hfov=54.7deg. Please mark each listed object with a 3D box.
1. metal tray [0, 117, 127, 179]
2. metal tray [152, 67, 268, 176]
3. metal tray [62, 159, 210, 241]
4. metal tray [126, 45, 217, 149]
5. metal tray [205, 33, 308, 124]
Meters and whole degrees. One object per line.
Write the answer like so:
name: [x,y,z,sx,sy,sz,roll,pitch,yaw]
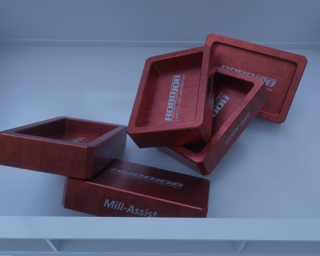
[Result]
metal tray: [-0.095,0.015,0.337,0.090,0.030,0.130,8,10,7]
metal tray: [0.058,-0.016,0.379,0.090,0.030,0.130,28,69,40]
metal tray: [-0.018,0.065,0.313,0.131,0.030,0.090,11,9,9]
metal tray: [0.018,-0.040,0.376,0.090,0.030,0.130,-6,51,23]
metal tray: [0.117,-0.068,0.422,0.130,0.089,0.030,19,14,15]
